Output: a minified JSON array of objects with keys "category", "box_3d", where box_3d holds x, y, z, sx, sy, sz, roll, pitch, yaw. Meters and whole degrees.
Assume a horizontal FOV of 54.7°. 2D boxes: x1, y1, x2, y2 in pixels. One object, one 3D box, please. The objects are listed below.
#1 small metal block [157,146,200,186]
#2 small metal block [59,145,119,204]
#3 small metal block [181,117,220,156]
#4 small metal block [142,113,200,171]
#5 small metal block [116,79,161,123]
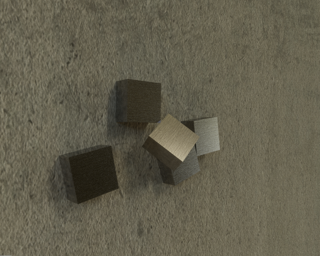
[{"category":"small metal block","box_3d":[0.025,0.044,0.425,0.050,0.025,0.050,-23,105,-38]},{"category":"small metal block","box_3d":[-0.077,0.049,0.340,0.050,0.025,0.050,-15,100,-39]},{"category":"small metal block","box_3d":[0.060,0.011,0.455,0.050,0.025,0.050,-10,97,-40]},{"category":"small metal block","box_3d":[0.014,0.017,0.390,0.050,0.025,0.050,38,48,3]},{"category":"small metal block","box_3d":[-0.026,-0.032,0.382,0.050,0.025,0.050,1,90,-40]}]
